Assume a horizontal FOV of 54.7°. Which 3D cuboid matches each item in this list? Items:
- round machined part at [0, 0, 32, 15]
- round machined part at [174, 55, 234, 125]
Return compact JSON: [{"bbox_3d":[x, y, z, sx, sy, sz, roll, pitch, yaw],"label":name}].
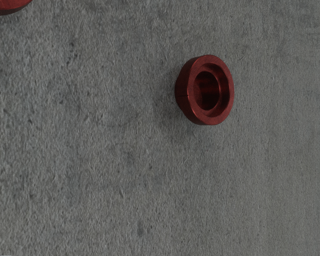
[{"bbox_3d":[-0.153,-0.146,0.265,0.099,0.042,0.097,0,90,-40],"label":"round machined part"},{"bbox_3d":[0.059,-0.052,0.443,0.099,0.042,0.097,0,90,-40],"label":"round machined part"}]
